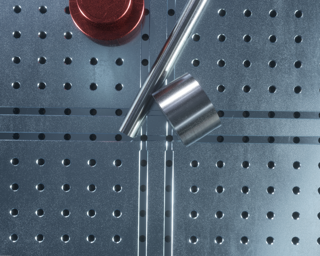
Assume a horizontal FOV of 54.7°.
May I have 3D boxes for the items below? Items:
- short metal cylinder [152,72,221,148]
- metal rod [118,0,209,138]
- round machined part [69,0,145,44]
[{"bbox_3d":[0.032,-0.022,0.386,0.050,0.080,0.080,-33,90,0],"label":"short metal cylinder"},{"bbox_3d":[0.026,-0.124,0.413,0.025,0.025,0.299,28,90,0],"label":"metal rod"},{"bbox_3d":[-0.070,-0.163,0.404,0.099,0.042,0.097,0,90,0],"label":"round machined part"}]
